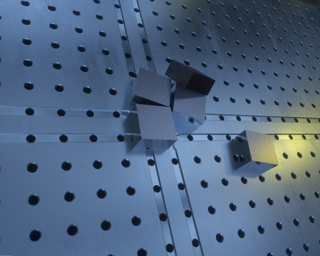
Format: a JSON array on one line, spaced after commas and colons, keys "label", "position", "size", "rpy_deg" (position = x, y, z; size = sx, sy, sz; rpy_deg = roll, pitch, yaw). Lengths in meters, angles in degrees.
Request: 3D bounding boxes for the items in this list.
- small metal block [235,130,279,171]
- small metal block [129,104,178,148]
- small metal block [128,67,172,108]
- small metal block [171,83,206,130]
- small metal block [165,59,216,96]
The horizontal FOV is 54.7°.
[{"label": "small metal block", "position": [0.146, 0.034, 0.468], "size": [0.050, 0.025, 0.050], "rpy_deg": [11, 57, -23]}, {"label": "small metal block", "position": [-0.009, -0.002, 0.406], "size": [0.050, 0.025, 0.050], "rpy_deg": [3, 60, -27]}, {"label": "small metal block", "position": [-0.013, -0.051, 0.434], "size": [0.050, 0.025, 0.050], "rpy_deg": [18, 55, -18]}, {"label": "small metal block", "position": [0.038, -0.031, 0.450], "size": [0.050, 0.025, 0.050], "rpy_deg": [19, 54, -17]}, {"label": "small metal block", "position": [0.044, -0.074, 0.456], "size": [0.050, 0.025, 0.050], "rpy_deg": [11, 22, -44]}]
